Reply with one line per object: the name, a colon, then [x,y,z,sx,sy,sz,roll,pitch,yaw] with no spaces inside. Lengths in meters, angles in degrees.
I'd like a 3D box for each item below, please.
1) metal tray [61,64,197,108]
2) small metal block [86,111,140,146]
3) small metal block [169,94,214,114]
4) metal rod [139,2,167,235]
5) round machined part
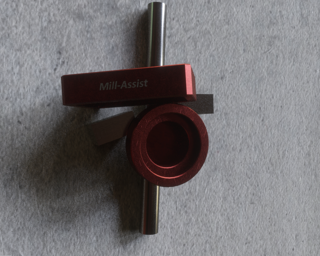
metal tray: [-0.028,-0.042,0.341,0.131,0.090,0.030,-4,90,9]
small metal block: [-0.059,0.000,0.376,0.050,0.050,0.025,-20,97,-19]
small metal block: [0.036,-0.030,0.411,0.050,0.050,0.025,-2,91,-20]
metal rod: [-0.009,-0.013,0.408,0.025,0.025,0.298,2,89,-20]
round machined part: [0.006,0.019,0.375,0.099,0.042,0.097,-2,94,-22]
